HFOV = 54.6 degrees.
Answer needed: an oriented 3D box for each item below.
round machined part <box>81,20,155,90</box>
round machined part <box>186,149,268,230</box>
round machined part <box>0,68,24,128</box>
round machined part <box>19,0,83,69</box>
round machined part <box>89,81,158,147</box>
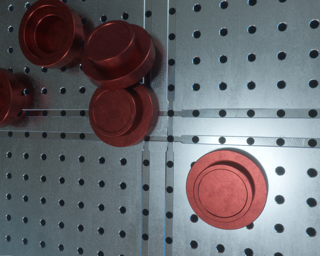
[{"bbox_3d":[-0.059,-0.101,0.404,0.098,0.042,0.098,-8,60,14],"label":"round machined part"},{"bbox_3d":[0.079,0.075,0.376,0.098,0.042,0.097,0,90,20],"label":"round machined part"},{"bbox_3d":[-0.259,-0.048,0.496,0.098,0.042,0.097,0,90,20],"label":"round machined part"},{"bbox_3d":[-0.155,-0.136,0.459,0.098,0.042,0.097,0,90,20],"label":"round machined part"},{"bbox_3d":[-0.056,-0.022,0.424,0.098,0.042,0.097,0,90,20],"label":"round machined part"}]
